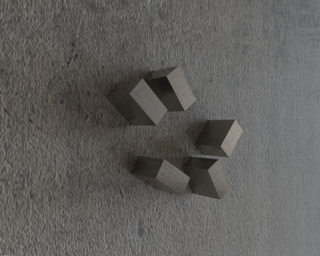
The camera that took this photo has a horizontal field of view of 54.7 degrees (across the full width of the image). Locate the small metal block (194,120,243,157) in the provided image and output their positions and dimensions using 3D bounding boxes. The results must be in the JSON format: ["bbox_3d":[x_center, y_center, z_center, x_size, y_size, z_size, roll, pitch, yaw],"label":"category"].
[{"bbox_3d":[0.087,0.015,0.461,0.025,0.050,0.050,49,61,-29],"label":"small metal block"}]

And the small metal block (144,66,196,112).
[{"bbox_3d":[0.011,-0.048,0.397,0.025,0.050,0.050,-45,117,-31],"label":"small metal block"}]

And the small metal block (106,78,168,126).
[{"bbox_3d":[-0.028,-0.029,0.365,0.050,0.050,0.025,50,61,-29],"label":"small metal block"}]

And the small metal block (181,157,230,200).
[{"bbox_3d":[0.065,0.070,0.443,0.025,0.050,0.050,-37,113,-34],"label":"small metal block"}]

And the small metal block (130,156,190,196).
[{"bbox_3d":[0.000,0.060,0.388,0.050,0.050,0.025,39,67,-33],"label":"small metal block"}]
